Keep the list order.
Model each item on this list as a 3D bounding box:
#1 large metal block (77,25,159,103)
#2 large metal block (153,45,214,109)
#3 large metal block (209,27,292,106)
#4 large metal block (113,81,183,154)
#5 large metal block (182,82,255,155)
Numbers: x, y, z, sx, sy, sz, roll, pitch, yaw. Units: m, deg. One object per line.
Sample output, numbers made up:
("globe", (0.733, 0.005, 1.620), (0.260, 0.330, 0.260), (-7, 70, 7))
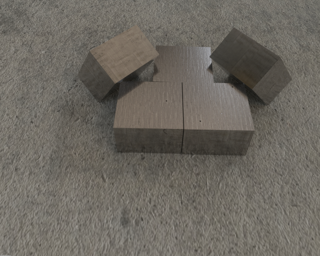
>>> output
("large metal block", (-0.060, -0.087, 0.433), (0.080, 0.080, 0.050), (-40, 95, -28))
("large metal block", (0.032, -0.075, 0.452), (0.081, 0.050, 0.080), (2, 50, 1))
("large metal block", (0.128, -0.084, 0.433), (0.050, 0.080, 0.080), (-50, 58, 12))
("large metal block", (-0.013, -0.014, 0.400), (0.081, 0.050, 0.080), (1, 50, 0))
("large metal block", (0.069, -0.013, 0.397), (0.081, 0.050, 0.080), (1, 50, 0))
